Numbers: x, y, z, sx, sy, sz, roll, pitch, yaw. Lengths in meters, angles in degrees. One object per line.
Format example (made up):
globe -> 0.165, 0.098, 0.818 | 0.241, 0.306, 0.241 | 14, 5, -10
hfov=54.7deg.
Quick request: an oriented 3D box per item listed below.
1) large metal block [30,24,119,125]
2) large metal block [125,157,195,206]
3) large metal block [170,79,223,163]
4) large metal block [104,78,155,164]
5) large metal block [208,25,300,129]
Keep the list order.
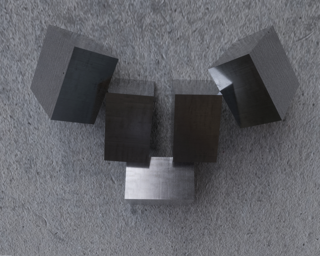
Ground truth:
large metal block -> -0.100, -0.060, 0.349 | 0.050, 0.080, 0.079 | 7, 115, -42
large metal block -> 0.000, 0.071, 0.401 | 0.081, 0.080, 0.050 | 1, 71, -1
large metal block -> 0.040, -0.012, 0.378 | 0.050, 0.080, 0.079 | 1, 110, -1
large metal block -> -0.035, -0.012, 0.377 | 0.050, 0.080, 0.079 | 5, 110, -2
large metal block -> 0.111, -0.058, 0.355 | 0.050, 0.080, 0.080 | -15, 114, 45
